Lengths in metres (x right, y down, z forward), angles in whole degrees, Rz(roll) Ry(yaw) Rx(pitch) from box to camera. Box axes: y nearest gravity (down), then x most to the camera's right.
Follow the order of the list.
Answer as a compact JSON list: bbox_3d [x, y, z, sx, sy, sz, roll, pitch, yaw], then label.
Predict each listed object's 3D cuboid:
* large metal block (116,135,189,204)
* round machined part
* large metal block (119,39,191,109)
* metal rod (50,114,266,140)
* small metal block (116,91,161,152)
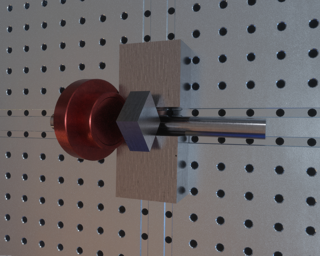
[{"bbox_3d":[-0.009,0.049,0.403,0.080,0.050,0.079,1,91,20],"label":"large metal block"},{"bbox_3d":[-0.072,-0.009,0.368,0.042,0.099,0.097,5,92,34],"label":"round machined part"},{"bbox_3d":[-0.005,-0.065,0.401,0.080,0.050,0.079,1,90,20],"label":"large metal block"},{"bbox_3d":[-0.016,-0.004,0.418,0.301,0.025,0.025,2,91,19],"label":"metal rod"},{"bbox_3d":[-0.023,-0.008,0.361,0.025,0.050,0.050,1,46,20],"label":"small metal block"}]
